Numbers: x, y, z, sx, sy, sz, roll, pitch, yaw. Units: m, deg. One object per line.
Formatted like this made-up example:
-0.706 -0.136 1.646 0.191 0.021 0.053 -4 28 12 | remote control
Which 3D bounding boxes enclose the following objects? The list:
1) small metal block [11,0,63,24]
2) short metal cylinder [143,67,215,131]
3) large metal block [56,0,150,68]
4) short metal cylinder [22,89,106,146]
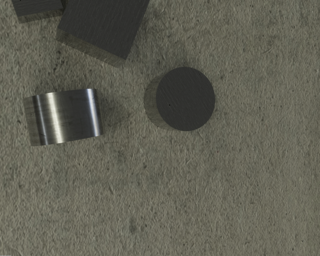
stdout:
-0.145 -0.153 0.355 0.050 0.025 0.050 -20 97 -19 | small metal block
0.024 -0.036 0.406 0.081 0.050 0.079 0 90 -21 | short metal cylinder
-0.069 -0.129 0.371 0.080 0.050 0.080 23 82 -19 | large metal block
-0.104 -0.012 0.342 0.081 0.080 0.050 -10 94 -20 | short metal cylinder
